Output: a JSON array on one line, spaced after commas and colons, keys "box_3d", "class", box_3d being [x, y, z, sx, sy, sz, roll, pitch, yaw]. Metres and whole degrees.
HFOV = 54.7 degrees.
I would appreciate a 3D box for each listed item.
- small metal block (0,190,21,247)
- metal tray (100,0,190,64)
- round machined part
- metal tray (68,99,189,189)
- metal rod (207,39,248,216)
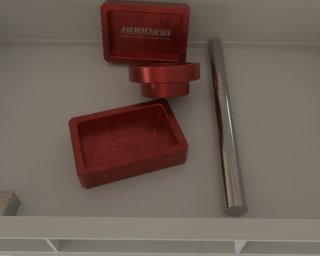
[{"box_3d": [-0.184, 0.093, 0.325, 0.050, 0.025, 0.050, 4, 50, 3], "class": "small metal block"}, {"box_3d": [-0.022, -0.147, 0.482, 0.131, 0.089, 0.030, 4, 33, 3], "class": "metal tray"}, {"box_3d": [0.007, -0.067, 0.430, 0.099, 0.042, 0.098, -2, 14, 1], "class": "round machined part"}, {"box_3d": [-0.041, 0.015, 0.388, 0.131, 0.030, 0.090, -13, 51, -12], "class": "metal tray"}, {"box_3d": [0.087, -0.026, 0.427, 0.025, 0.025, 0.300, 2, 50, 1], "class": "metal rod"}]
